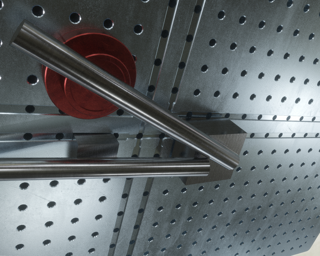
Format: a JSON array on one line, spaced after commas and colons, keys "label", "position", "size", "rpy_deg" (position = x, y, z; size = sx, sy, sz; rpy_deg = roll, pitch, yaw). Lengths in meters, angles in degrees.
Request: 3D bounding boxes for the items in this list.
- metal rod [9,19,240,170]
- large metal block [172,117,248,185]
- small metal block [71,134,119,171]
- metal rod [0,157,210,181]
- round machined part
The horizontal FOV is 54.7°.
[{"label": "metal rod", "position": [-0.008, -0.016, 0.336], "size": [0.301, 0.025, 0.025], "rpy_deg": [30, 102, -35]}, {"label": "large metal block", "position": [0.068, 0.032, 0.450], "size": [0.081, 0.050, 0.079], "rpy_deg": [-2, 120, -28]}, {"label": "small metal block", "position": [-0.083, 0.035, 0.389], "size": [0.050, 0.025, 0.050], "rpy_deg": [-1, 119, -29]}, {"label": "metal rod", "position": [-0.084, 0.047, 0.360], "size": [0.302, 0.025, 0.025], "rpy_deg": [2, 118, -18]}, {"label": "round machined part", "position": [-0.071, -0.052, 0.330], "size": [0.099, 0.042, 0.097], "rpy_deg": [-14, 125, -21]}]
